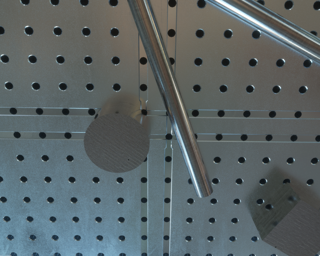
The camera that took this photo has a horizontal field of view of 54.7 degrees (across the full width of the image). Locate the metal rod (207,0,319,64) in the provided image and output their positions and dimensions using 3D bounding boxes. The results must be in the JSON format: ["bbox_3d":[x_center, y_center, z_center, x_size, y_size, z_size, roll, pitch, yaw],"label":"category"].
[{"bbox_3d":[0.103,-0.138,0.363,0.301,0.025,0.025,25,108,-9],"label":"metal rod"}]

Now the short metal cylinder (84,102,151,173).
[{"bbox_3d":[-0.053,0.011,0.404,0.081,0.050,0.079,0,110,0],"label":"short metal cylinder"}]

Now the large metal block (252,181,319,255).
[{"bbox_3d":[0.199,0.138,0.453,0.080,0.050,0.080,32,107,-11],"label":"large metal block"}]

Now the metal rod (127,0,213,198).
[{"bbox_3d":[0.016,-0.039,0.398,0.025,0.025,0.298,-18,109,6],"label":"metal rod"}]
